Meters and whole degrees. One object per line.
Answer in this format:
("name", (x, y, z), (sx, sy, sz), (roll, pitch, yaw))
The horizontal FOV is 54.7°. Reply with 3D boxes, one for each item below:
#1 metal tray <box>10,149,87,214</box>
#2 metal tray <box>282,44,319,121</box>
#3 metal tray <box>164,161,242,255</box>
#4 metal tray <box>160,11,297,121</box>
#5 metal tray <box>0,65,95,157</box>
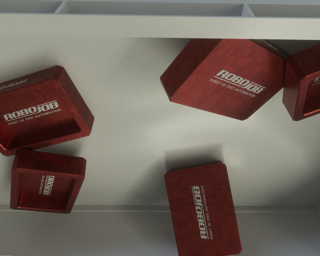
("metal tray", (-0.166, 0.083, 0.452), (0.091, 0.030, 0.129), (11, 140, -19))
("metal tray", (0.200, -0.060, 0.325), (0.130, 0.030, 0.090), (-20, 149, 7))
("metal tray", (0.063, 0.121, 0.456), (0.090, 0.030, 0.129), (-11, 87, 8))
("metal tray", (0.077, -0.056, 0.326), (0.131, 0.030, 0.090), (11, 134, -40))
("metal tray", (-0.162, -0.017, 0.389), (0.130, 0.030, 0.090), (-14, 129, 11))
